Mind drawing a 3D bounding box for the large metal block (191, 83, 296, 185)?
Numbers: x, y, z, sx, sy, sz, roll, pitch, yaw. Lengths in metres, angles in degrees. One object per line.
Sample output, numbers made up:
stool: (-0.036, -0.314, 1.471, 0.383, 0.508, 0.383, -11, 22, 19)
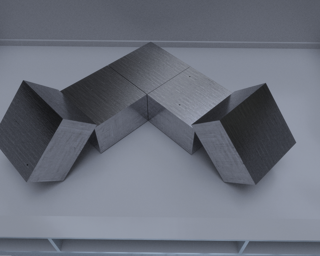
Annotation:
large metal block: (0.096, 0.007, 0.354, 0.080, 0.050, 0.080, -36, 102, -26)

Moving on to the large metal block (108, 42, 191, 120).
large metal block: (-0.015, -0.070, 0.445, 0.080, 0.050, 0.080, -36, 59, -27)

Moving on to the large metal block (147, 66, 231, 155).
large metal block: (0.041, -0.025, 0.408, 0.080, 0.050, 0.080, -36, 59, -27)

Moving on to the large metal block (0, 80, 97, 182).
large metal block: (-0.133, 0.004, 0.354, 0.080, 0.050, 0.080, 39, 102, 27)

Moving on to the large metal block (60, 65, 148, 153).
large metal block: (-0.073, -0.027, 0.409, 0.080, 0.050, 0.080, -36, 59, -27)
